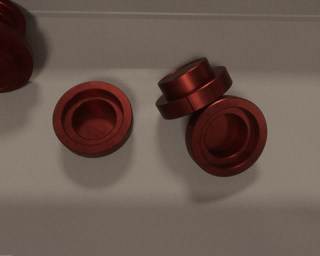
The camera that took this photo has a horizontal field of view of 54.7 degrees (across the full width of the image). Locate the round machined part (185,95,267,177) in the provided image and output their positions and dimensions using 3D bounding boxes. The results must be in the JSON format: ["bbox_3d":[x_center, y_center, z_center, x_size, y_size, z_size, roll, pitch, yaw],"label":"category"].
[{"bbox_3d":[0.077,0.007,0.382,0.099,0.042,0.097,-4,105,-14],"label":"round machined part"}]

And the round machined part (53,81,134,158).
[{"bbox_3d":[-0.084,-0.008,0.402,0.099,0.042,0.098,0,70,-1],"label":"round machined part"}]

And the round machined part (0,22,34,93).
[{"bbox_3d":[-0.215,-0.083,0.395,0.099,0.097,0.042,-14,45,-6],"label":"round machined part"}]

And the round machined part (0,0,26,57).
[{"bbox_3d":[-0.243,-0.138,0.437,0.099,0.042,0.098,10,62,-19],"label":"round machined part"}]

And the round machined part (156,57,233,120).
[{"bbox_3d":[0.036,-0.054,0.388,0.098,0.098,0.042,-33,106,-12],"label":"round machined part"}]
